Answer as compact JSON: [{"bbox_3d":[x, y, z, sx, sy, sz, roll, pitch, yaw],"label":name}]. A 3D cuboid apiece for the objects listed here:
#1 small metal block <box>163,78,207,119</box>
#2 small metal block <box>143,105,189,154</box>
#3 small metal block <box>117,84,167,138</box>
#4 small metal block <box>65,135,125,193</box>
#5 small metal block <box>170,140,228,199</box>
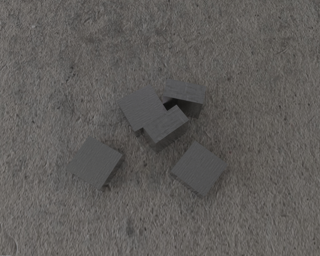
[{"bbox_3d":[0.031,-0.038,0.409,0.050,0.050,0.025,12,71,4],"label":"small metal block"},{"bbox_3d":[0.008,0.003,0.394,0.050,0.050,0.025,-35,74,-12],"label":"small metal block"},{"bbox_3d":[-0.023,-0.023,0.416,0.050,0.025,0.050,-28,73,-10],"label":"small metal block"},{"bbox_3d":[-0.080,0.045,0.391,0.050,0.025,0.050,29,72,10],"label":"small metal block"},{"bbox_3d":[0.048,0.053,0.389,0.050,0.025,0.050,37,74,12],"label":"small metal block"}]
